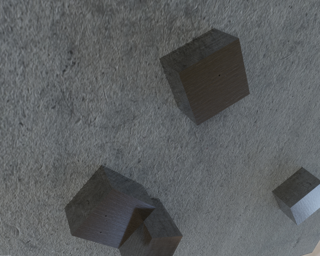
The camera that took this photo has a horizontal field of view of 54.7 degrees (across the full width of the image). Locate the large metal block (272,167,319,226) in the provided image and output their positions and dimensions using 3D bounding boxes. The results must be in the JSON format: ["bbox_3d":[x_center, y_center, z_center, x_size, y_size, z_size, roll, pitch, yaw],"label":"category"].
[{"bbox_3d":[0.287,0.141,0.634,0.080,0.050,0.080,-38,129,-3],"label":"large metal block"}]

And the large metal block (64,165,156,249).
[{"bbox_3d":[-0.067,0.109,0.421,0.080,0.050,0.080,-49,129,6],"label":"large metal block"}]

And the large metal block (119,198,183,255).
[{"bbox_3d":[-0.021,0.162,0.460,0.050,0.080,0.079,10,114,-33],"label":"large metal block"}]

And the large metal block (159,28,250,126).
[{"bbox_3d":[0.057,-0.063,0.382,0.080,0.050,0.080,-31,129,-8],"label":"large metal block"}]
